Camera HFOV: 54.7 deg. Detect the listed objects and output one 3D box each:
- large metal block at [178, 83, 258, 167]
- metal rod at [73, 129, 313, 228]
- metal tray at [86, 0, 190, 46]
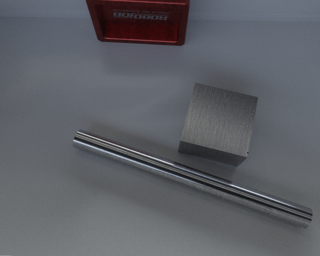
[{"bbox_3d":[0.073,-0.003,0.399,0.080,0.050,0.080,14,71,4],"label":"large metal block"},{"bbox_3d":[0.035,0.061,0.387,0.301,0.025,0.025,18,71,6],"label":"metal rod"},{"bbox_3d":[-0.027,-0.156,0.431,0.131,0.090,0.030,3,70,1],"label":"metal tray"}]
